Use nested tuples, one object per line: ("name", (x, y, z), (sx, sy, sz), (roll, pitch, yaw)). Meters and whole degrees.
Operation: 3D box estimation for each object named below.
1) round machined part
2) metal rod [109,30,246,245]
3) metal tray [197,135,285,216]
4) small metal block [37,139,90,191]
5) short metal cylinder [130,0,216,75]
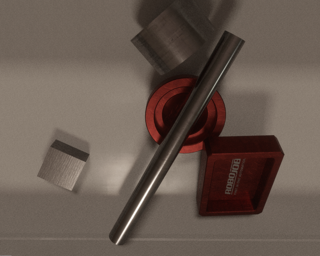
("round machined part", (0.031, -0.020, 0.395), (0.099, 0.042, 0.097), (0, 110, -1))
("metal rod", (0.011, 0.026, 0.376), (0.025, 0.025, 0.298), (26, 108, -10))
("metal tray", (0.099, 0.067, 0.409), (0.091, 0.030, 0.129), (-2, 132, -2))
("small metal block", (-0.133, 0.051, 0.428), (0.050, 0.025, 0.050), (26, 108, -10))
("short metal cylinder", (0.014, -0.104, 0.344), (0.080, 0.080, 0.050), (-38, 106, 12))
